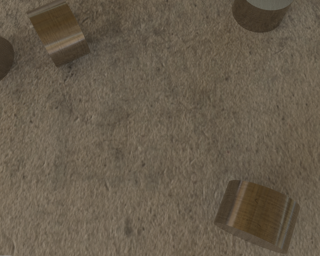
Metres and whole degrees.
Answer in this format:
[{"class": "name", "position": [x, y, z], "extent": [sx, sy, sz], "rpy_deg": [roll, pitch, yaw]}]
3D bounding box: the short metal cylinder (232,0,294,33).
[{"class": "short metal cylinder", "position": [0.155, -0.193, 0.467], "extent": [0.081, 0.050, 0.080], "rpy_deg": [0, 70, 0]}]

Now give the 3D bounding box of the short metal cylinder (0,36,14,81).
[{"class": "short metal cylinder", "position": [-0.246, -0.098, 0.412], "extent": [0.050, 0.080, 0.080], "rpy_deg": [34, 73, 11]}]

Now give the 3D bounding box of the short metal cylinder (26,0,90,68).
[{"class": "short metal cylinder", "position": [-0.138, -0.130, 0.425], "extent": [0.050, 0.080, 0.080], "rpy_deg": [-28, 73, -10]}]

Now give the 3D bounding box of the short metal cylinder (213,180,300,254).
[{"class": "short metal cylinder", "position": [0.107, 0.098, 0.344], "extent": [0.080, 0.080, 0.050], "rpy_deg": [23, 72, 8]}]
